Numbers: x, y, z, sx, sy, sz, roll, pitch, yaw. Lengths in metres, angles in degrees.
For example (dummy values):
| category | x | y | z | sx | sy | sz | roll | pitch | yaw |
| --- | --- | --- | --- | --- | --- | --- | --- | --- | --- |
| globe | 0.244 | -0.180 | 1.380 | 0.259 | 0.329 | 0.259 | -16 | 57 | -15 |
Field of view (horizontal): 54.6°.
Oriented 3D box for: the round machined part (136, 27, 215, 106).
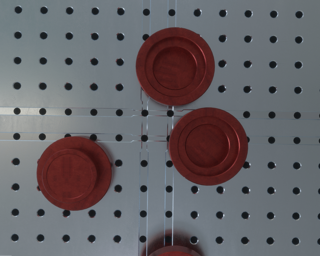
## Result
| category | x | y | z | sx | sy | sz | roll | pitch | yaw |
| --- | --- | --- | --- | --- | --- | --- | --- | --- | --- |
| round machined part | 0.019 | -0.077 | 0.405 | 0.099 | 0.042 | 0.097 | 0 | 90 | 0 |

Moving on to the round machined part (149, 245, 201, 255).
| category | x | y | z | sx | sy | sz | roll | pitch | yaw |
| --- | --- | --- | --- | --- | --- | --- | --- | --- | --- |
| round machined part | 0.019 | 0.202 | 0.405 | 0.099 | 0.042 | 0.097 | 0 | 90 | 0 |

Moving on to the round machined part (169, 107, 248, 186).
| category | x | y | z | sx | sy | sz | roll | pitch | yaw |
| --- | --- | --- | --- | --- | --- | --- | --- | --- | --- |
| round machined part | 0.060 | 0.023 | 0.405 | 0.099 | 0.042 | 0.097 | 0 | 90 | 0 |

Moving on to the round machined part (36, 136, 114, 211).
| category | x | y | z | sx | sy | sz | roll | pitch | yaw |
| --- | --- | --- | --- | --- | --- | --- | --- | --- | --- |
| round machined part | -0.112 | 0.060 | 0.404 | 0.099 | 0.042 | 0.097 | 0 | 90 | 0 |
